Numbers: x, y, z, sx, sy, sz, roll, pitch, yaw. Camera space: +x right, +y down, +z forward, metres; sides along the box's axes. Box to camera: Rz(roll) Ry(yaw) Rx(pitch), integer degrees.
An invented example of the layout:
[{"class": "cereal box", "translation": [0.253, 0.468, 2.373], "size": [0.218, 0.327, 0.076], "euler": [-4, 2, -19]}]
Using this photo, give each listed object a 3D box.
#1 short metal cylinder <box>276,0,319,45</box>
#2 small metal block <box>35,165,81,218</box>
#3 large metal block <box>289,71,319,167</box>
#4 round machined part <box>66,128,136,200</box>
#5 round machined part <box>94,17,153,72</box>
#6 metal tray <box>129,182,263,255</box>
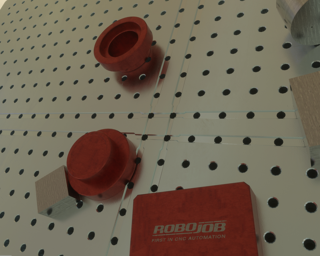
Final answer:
[{"class": "short metal cylinder", "translation": [0.186, -0.145, 0.364], "size": [0.080, 0.080, 0.050], "euler": [-20, 54, 16]}, {"class": "small metal block", "translation": [-0.142, 0.088, 0.429], "size": [0.050, 0.025, 0.050], "euler": [-31, 52, 8]}, {"class": "large metal block", "translation": [0.181, -0.014, 0.306], "size": [0.080, 0.050, 0.080], "euler": [-14, 56, 20]}, {"class": "round machined part", "translation": [-0.085, 0.043, 0.416], "size": [0.098, 0.042, 0.098], "euler": [-13, 56, 21]}, {"class": "round machined part", "translation": [-0.055, -0.131, 0.507], "size": [0.098, 0.042, 0.098], "euler": [-13, 56, 21]}, {"class": "metal tray", "translation": [0.034, 0.110, 0.320], "size": [0.130, 0.030, 0.090], "euler": [-12, 57, 21]}]
